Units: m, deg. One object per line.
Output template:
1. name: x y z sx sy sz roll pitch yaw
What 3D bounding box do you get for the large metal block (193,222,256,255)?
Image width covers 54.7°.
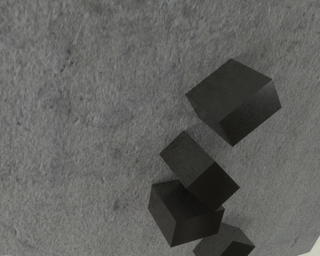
1. large metal block: 0.126 0.238 0.610 0.080 0.050 0.080 29 102 -38

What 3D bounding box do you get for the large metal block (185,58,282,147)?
1. large metal block: 0.093 -0.035 0.402 0.080 0.080 0.050 -38 130 -3

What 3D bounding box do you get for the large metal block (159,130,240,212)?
1. large metal block: 0.056 0.061 0.441 0.050 0.080 0.080 -44 130 2

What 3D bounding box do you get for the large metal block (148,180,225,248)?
1. large metal block: 0.037 0.123 0.470 0.081 0.080 0.050 -6 121 -26
